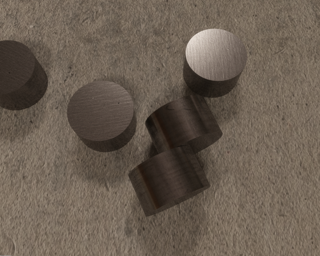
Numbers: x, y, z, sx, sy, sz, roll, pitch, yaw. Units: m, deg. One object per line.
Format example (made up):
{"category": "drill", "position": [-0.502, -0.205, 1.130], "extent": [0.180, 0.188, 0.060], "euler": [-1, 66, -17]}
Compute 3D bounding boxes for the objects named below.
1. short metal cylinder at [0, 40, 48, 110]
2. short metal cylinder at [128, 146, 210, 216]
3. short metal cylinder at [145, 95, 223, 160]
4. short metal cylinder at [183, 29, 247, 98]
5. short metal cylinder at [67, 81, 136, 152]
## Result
{"category": "short metal cylinder", "position": [-0.200, -0.070, 0.418], "extent": [0.081, 0.050, 0.080], "euler": [0, 70, 0]}
{"category": "short metal cylinder", "position": [0.010, 0.061, 0.357], "extent": [0.080, 0.080, 0.050], "euler": [-23, 72, -9]}
{"category": "short metal cylinder", "position": [0.029, 0.002, 0.378], "extent": [0.080, 0.080, 0.050], "euler": [-22, 72, -8]}
{"category": "short metal cylinder", "position": [0.074, -0.088, 0.428], "extent": [0.081, 0.050, 0.080], "euler": [0, 70, 0]}
{"category": "short metal cylinder", "position": [-0.072, -0.014, 0.399], "extent": [0.081, 0.050, 0.080], "euler": [0, 70, 0]}
